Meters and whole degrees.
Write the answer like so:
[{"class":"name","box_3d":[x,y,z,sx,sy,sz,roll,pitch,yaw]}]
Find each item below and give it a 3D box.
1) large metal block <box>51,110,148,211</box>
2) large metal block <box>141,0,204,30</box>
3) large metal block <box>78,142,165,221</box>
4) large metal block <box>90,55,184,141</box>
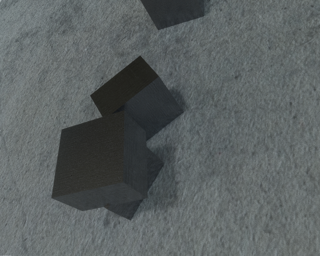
[{"class":"large metal block","box_3d":[-0.061,0.037,0.332,0.080,0.050,0.080,-15,56,19]},{"class":"large metal block","box_3d":[0.018,-0.211,0.487,0.080,0.080,0.050,-10,58,22]},{"class":"large metal block","box_3d":[-0.055,0.054,0.382,0.080,0.050,0.080,22,73,35]},{"class":"large metal block","box_3d":[-0.028,-0.031,0.401,0.080,0.080,0.050,-38,51,2]}]
